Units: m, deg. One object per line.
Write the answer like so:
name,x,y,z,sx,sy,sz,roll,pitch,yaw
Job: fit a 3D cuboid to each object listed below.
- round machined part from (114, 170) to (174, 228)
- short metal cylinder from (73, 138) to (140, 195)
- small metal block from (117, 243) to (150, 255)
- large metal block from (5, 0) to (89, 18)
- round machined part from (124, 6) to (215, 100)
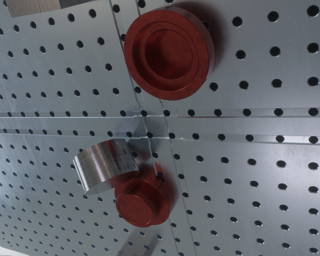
round machined part,-0.031,0.118,0.489,0.098,0.042,0.097,13,124,21
short metal cylinder,-0.076,0.056,0.441,0.080,0.081,0.050,-39,69,39
small metal block,-0.053,0.245,0.575,0.050,0.050,0.025,0,118,28
large metal block,-0.141,-0.179,0.359,0.080,0.050,0.080,2,120,27
round machined part,0.013,-0.083,0.342,0.098,0.042,0.097,13,124,21
